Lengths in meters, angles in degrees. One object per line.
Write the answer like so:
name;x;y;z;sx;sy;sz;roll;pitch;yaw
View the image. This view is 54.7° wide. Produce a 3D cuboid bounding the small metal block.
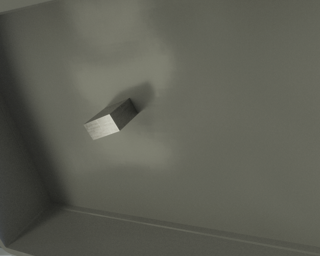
small metal block;-0.065;-0.012;0.418;0.050;0.050;0.025;-18;109;35
